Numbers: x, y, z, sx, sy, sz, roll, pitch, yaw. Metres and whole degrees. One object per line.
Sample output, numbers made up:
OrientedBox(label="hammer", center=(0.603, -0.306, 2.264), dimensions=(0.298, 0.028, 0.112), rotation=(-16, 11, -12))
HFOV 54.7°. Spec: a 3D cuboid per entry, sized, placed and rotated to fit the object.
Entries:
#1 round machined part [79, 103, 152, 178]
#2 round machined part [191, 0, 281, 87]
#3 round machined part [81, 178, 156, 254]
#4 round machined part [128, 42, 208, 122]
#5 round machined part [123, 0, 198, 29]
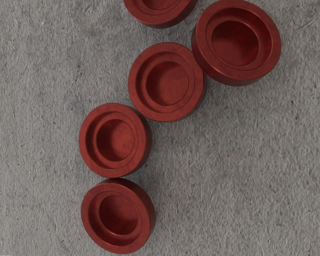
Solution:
OrientedBox(label="round machined part", center=(-0.056, 0.017, 0.418), dimensions=(0.098, 0.042, 0.097), rotation=(-1, 88, 19))
OrientedBox(label="round machined part", center=(0.083, -0.093, 0.355), dimensions=(0.099, 0.042, 0.098), rotation=(2, 76, -10))
OrientedBox(label="round machined part", center=(-0.051, 0.112, 0.412), dimensions=(0.098, 0.042, 0.097), rotation=(4, 102, 18))
OrientedBox(label="round machined part", center=(0.012, -0.056, 0.396), dimensions=(0.098, 0.042, 0.097), rotation=(0, 90, 20))
OrientedBox(label="round machined part", center=(0.005, -0.176, 0.398), dimensions=(0.098, 0.042, 0.097), rotation=(0, 90, 20))
